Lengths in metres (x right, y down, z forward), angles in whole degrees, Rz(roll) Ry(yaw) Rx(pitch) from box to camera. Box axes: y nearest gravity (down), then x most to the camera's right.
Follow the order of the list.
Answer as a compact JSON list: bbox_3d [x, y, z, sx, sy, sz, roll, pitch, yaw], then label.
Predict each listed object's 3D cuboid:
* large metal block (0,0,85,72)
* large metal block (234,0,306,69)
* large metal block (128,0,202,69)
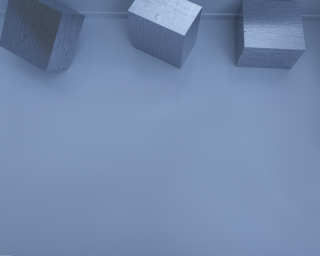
[{"bbox_3d":[-0.161,-0.133,0.422,0.080,0.050,0.079,29,113,10],"label":"large metal block"},{"bbox_3d":[0.154,-0.134,0.446,0.080,0.050,0.080,3,70,1],"label":"large metal block"},{"bbox_3d":[0.007,-0.138,0.431,0.080,0.080,0.050,27,72,9],"label":"large metal block"}]
